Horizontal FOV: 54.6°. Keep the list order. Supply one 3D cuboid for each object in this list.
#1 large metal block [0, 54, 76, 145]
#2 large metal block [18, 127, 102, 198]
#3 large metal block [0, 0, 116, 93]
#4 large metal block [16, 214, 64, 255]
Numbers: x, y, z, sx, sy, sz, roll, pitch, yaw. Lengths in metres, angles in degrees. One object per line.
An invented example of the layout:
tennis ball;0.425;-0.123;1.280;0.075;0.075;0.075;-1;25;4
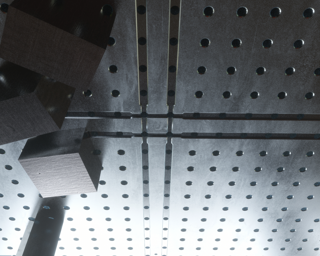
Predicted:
large metal block;-0.150;-0.033;0.346;0.080;0.080;0.050;-14;129;11
large metal block;-0.135;0.050;0.436;0.080;0.050;0.080;-7;130;6
large metal block;-0.094;-0.090;0.298;0.080;0.080;0.050;22;127;-18
large metal block;-0.222;0.216;0.557;0.050;0.080;0.080;26;125;-20
